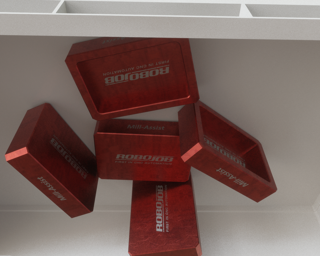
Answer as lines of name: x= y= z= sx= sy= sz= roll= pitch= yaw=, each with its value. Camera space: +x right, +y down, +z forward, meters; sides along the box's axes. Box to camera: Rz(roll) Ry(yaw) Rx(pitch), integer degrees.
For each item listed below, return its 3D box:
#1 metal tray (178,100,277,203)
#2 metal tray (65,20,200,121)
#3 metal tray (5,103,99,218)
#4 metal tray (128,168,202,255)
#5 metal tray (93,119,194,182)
metal tray: x=0.083 y=0.028 z=0.388 sx=0.131 sy=0.090 sz=0.030 roll=31 pitch=124 yaw=-24
metal tray: x=-0.027 y=-0.061 z=0.351 sx=0.131 sy=0.030 sz=0.090 roll=-10 pitch=130 yaw=8
metal tray: x=-0.128 y=0.043 z=0.399 sx=0.030 sy=0.090 sz=0.130 roll=-20 pitch=128 yaw=14
metal tray: x=0.006 y=0.121 z=0.439 sx=0.090 sy=0.130 sz=0.030 roll=-10 pitch=130 yaw=7
metal tray: x=-0.021 y=0.033 z=0.430 sx=0.131 sy=0.030 sz=0.089 roll=2 pitch=130 yaw=-3
